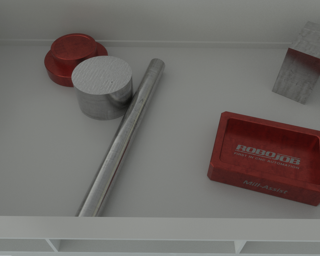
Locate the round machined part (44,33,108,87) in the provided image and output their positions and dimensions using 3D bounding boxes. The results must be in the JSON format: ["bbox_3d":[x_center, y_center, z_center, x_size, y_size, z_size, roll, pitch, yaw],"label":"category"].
[{"bbox_3d":[-0.132,-0.113,0.487,0.099,0.042,0.098,0,50,0],"label":"round machined part"}]

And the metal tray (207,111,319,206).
[{"bbox_3d":[0.131,0.033,0.375,0.131,0.030,0.090,13,51,10],"label":"metal tray"}]

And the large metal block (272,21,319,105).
[{"bbox_3d":[0.214,-0.095,0.452,0.050,0.080,0.080,28,55,21],"label":"large metal block"}]

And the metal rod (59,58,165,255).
[{"bbox_3d":[-0.045,0.011,0.395,0.025,0.025,0.300,13,51,10],"label":"metal rod"}]

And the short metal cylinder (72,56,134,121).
[{"bbox_3d":[-0.078,-0.057,0.436,0.081,0.050,0.080,0,50,0],"label":"short metal cylinder"}]
